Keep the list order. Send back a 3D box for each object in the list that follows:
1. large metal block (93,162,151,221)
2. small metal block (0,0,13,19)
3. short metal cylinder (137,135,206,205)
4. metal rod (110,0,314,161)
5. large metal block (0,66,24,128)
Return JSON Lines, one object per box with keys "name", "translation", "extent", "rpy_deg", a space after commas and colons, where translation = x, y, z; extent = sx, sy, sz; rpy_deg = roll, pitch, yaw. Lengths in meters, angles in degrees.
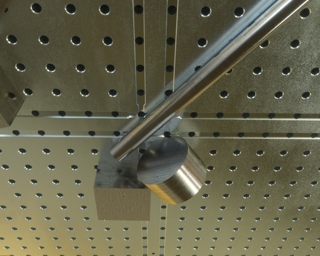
{"name": "large metal block", "translation": [-0.055, 0.099, 0.479], "extent": [0.081, 0.050, 0.079], "rpy_deg": [2, 130, -2]}
{"name": "small metal block", "translation": [-0.174, -0.131, 0.298], "extent": [0.050, 0.025, 0.050], "rpy_deg": [36, 121, -27]}
{"name": "short metal cylinder", "translation": [0.016, 0.057, 0.424], "extent": [0.080, 0.080, 0.050], "rpy_deg": [-26, 126, 20]}
{"name": "metal rod", "translation": [0.040, -0.049, 0.370], "extent": [0.025, 0.025, 0.299], "rpy_deg": [35, 122, -26]}
{"name": "large metal block", "translation": [-0.223, -0.040, 0.358], "extent": [0.080, 0.050, 0.080], "rpy_deg": [-11, 130, 9]}
